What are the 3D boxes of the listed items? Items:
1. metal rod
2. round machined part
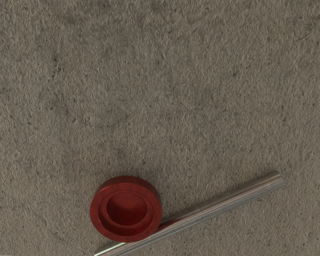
[{"bbox_3d":[0.038,0.136,0.460,0.301,0.025,0.025,-26,108,9],"label":"metal rod"},{"bbox_3d":[-0.046,0.110,0.441,0.099,0.042,0.097,0,110,-1],"label":"round machined part"}]
